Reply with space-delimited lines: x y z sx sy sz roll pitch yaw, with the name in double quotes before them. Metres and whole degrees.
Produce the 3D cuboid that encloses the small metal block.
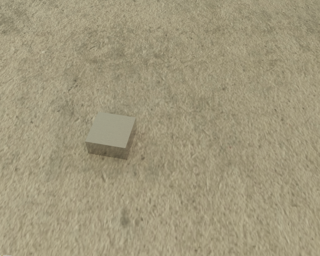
"small metal block" -0.061 0.009 0.395 0.050 0.025 0.050 9 51 7
